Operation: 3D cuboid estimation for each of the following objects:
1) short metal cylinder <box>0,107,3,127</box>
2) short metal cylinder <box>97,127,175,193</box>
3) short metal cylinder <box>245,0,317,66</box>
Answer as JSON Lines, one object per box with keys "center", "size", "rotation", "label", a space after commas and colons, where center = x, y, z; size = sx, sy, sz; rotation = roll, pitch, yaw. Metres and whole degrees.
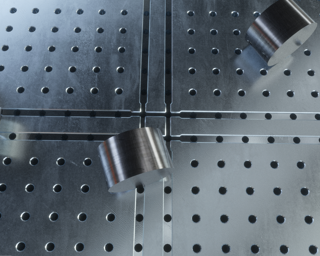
{"center": [-0.243, -0.004, 0.381], "size": [0.081, 0.080, 0.050], "rotation": [0, 70, 0], "label": "short metal cylinder"}
{"center": [-0.029, 0.039, 0.368], "size": [0.081, 0.080, 0.050], "rotation": [-17, 71, -7], "label": "short metal cylinder"}
{"center": [0.168, -0.133, 0.433], "size": [0.080, 0.080, 0.050], "rotation": [-32, 74, -11], "label": "short metal cylinder"}
